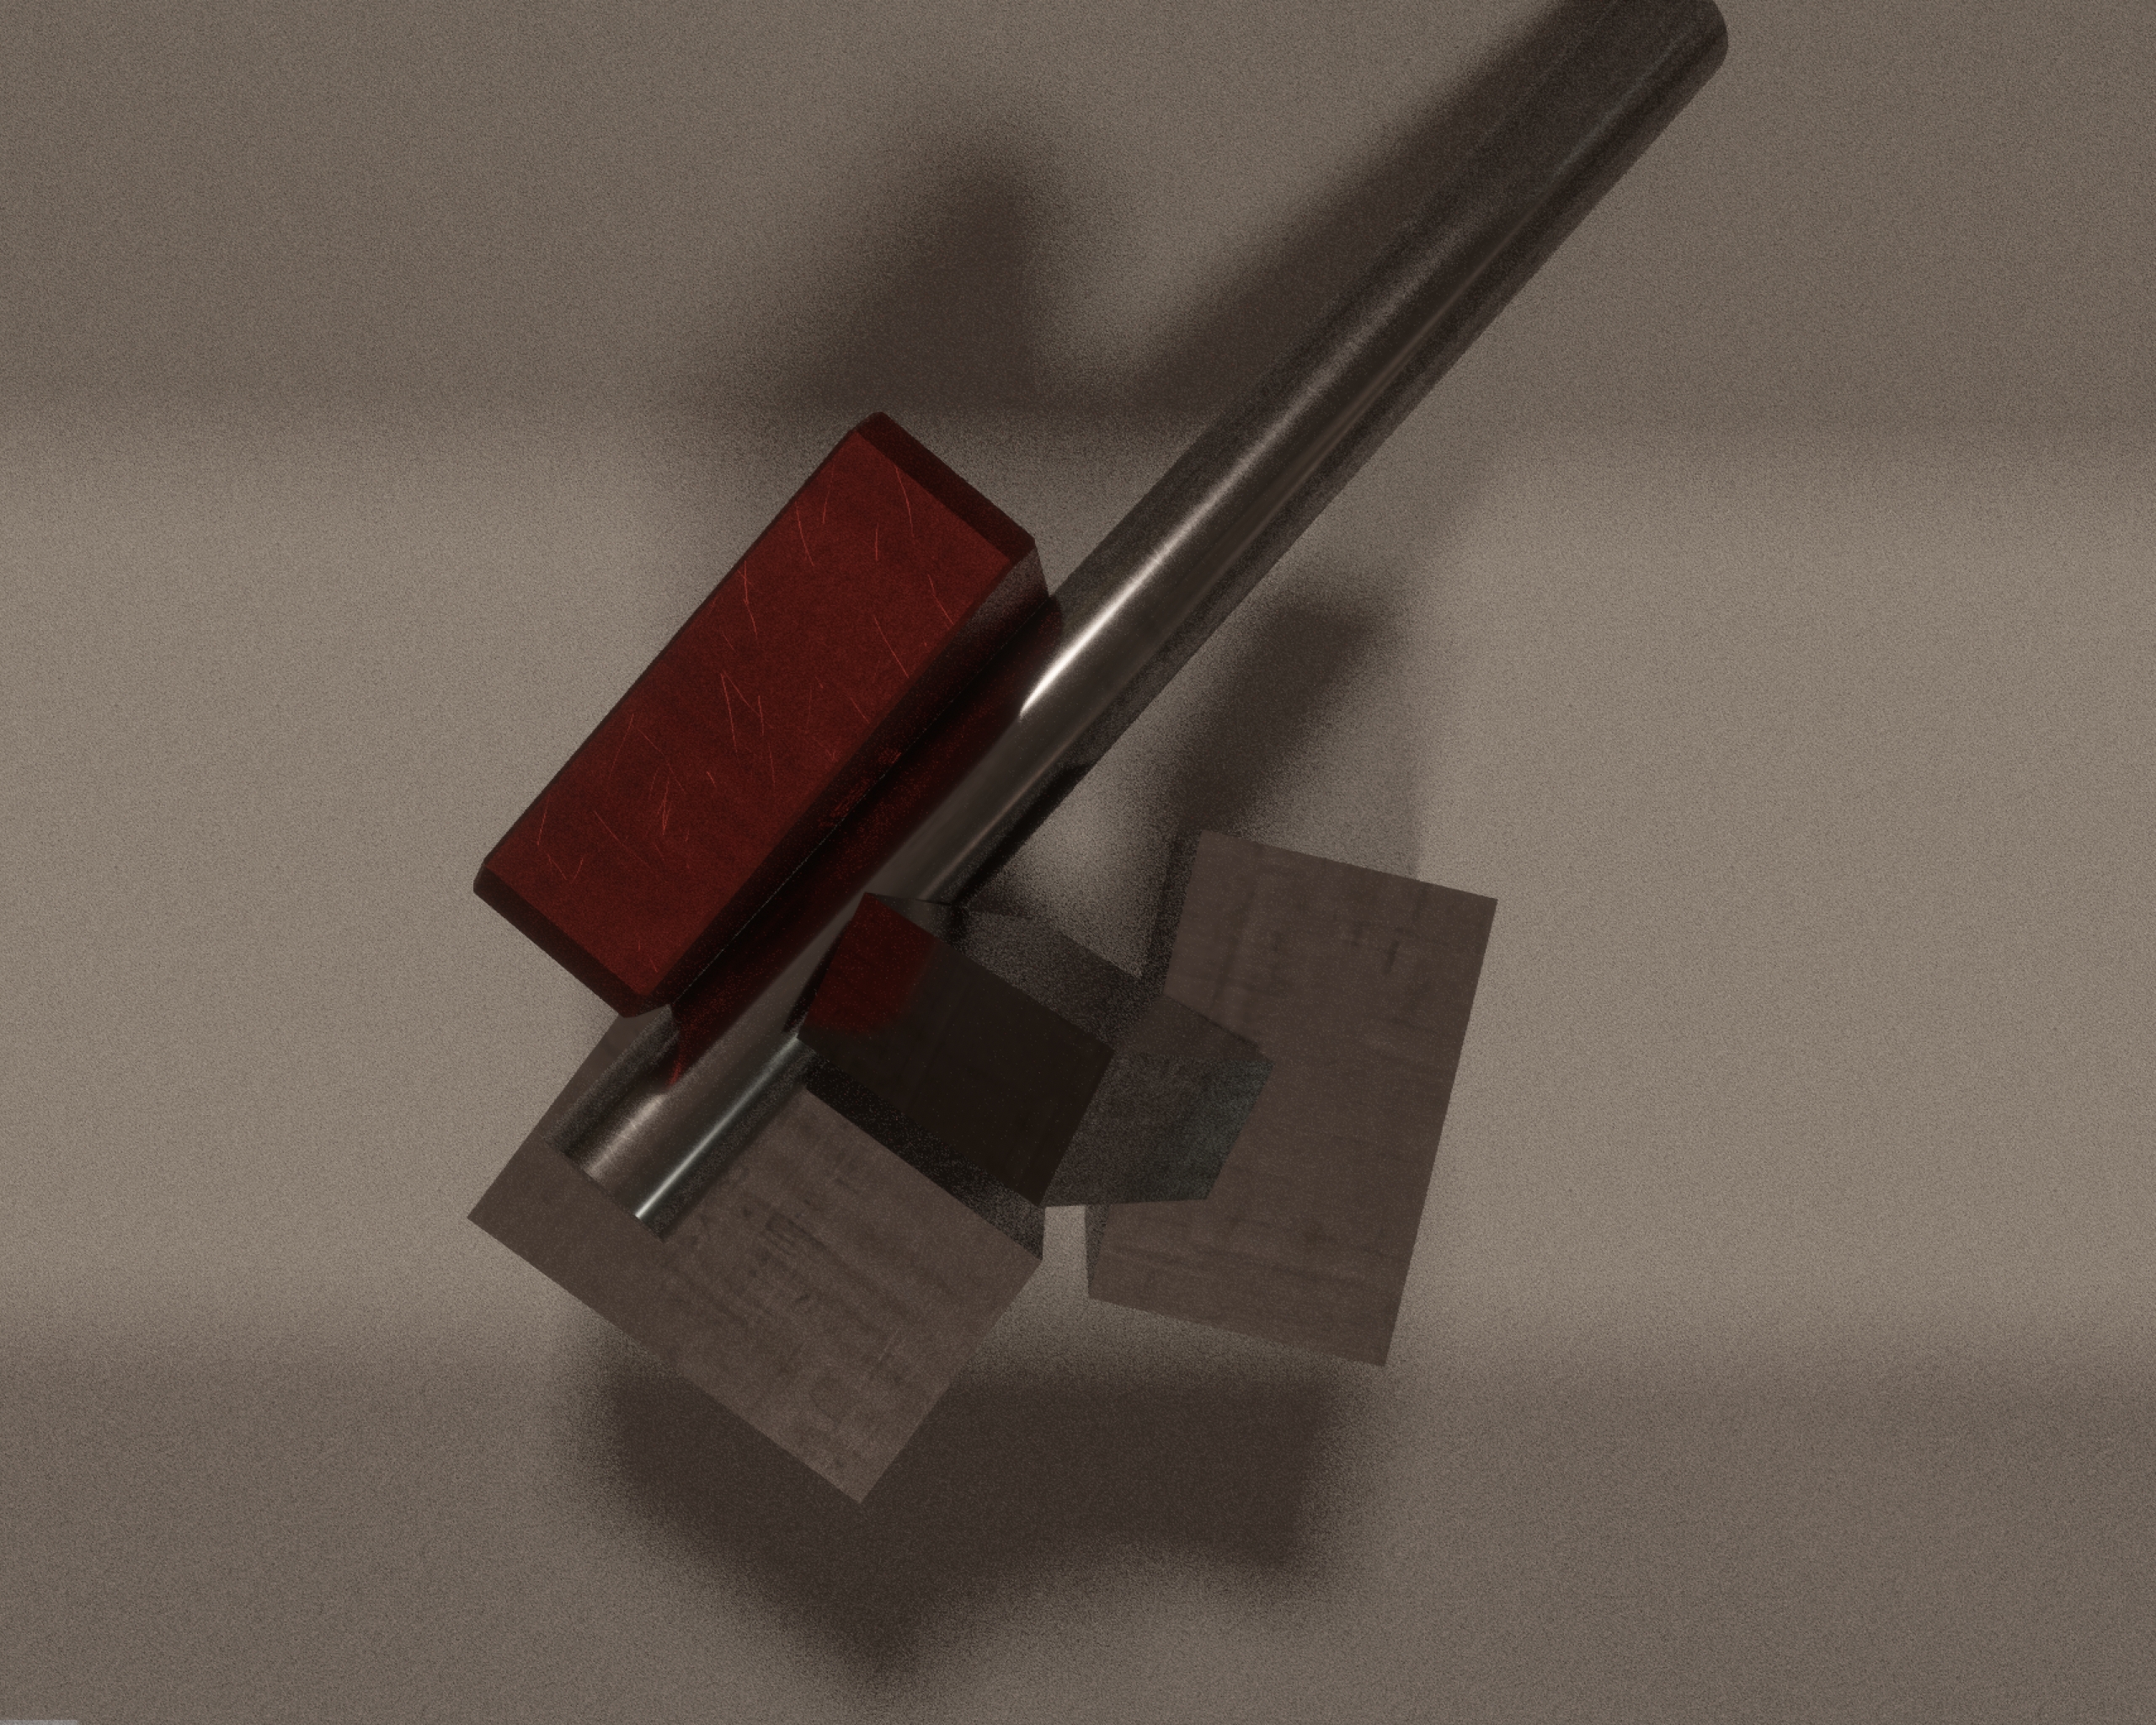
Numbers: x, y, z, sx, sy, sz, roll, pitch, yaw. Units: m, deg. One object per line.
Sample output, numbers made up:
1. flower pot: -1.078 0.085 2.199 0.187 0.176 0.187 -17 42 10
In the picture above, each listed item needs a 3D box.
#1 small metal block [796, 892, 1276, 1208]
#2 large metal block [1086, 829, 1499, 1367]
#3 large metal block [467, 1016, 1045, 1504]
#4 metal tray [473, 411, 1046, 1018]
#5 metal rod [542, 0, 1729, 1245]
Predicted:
1. small metal block: -0.006 0.029 0.323 0.050 0.050 0.025 30 99 31
2. large metal block: 0.035 0.039 0.384 0.050 0.080 0.080 14 90 0
3. large metal block: -0.053 0.062 0.383 0.080 0.080 0.050 36 90 -1
4. metal tray: -0.045 -0.022 0.357 0.030 0.130 0.090 40 91 0
5. metal rod: 0.022 -0.057 0.365 0.025 0.025 0.301 42 72 0
